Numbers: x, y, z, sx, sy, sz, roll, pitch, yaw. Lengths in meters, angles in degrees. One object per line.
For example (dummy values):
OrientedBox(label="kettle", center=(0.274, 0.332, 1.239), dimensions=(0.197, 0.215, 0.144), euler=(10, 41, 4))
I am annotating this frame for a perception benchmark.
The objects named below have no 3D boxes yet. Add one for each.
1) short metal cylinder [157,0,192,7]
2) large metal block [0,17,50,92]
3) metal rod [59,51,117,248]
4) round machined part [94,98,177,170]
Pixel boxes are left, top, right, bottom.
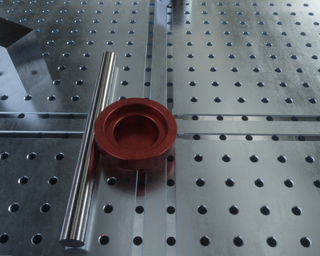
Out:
OrientedBox(label="short metal cylinder", center=(0.030, -0.294, 0.639), dimensions=(0.080, 0.050, 0.080), euler=(0, 51, 0))
OrientedBox(label="large metal block", center=(-0.224, -0.111, 0.464), dimensions=(0.080, 0.080, 0.050), euler=(24, 54, 18))
OrientedBox(label="metal rod", center=(-0.085, 0.001, 0.406), dimensions=(0.025, 0.025, 0.300), euler=(1, 50, 1))
OrientedBox(label="round machined part", center=(-0.029, 0.011, 0.385), dimensions=(0.099, 0.042, 0.098), euler=(2, 50, -2))
